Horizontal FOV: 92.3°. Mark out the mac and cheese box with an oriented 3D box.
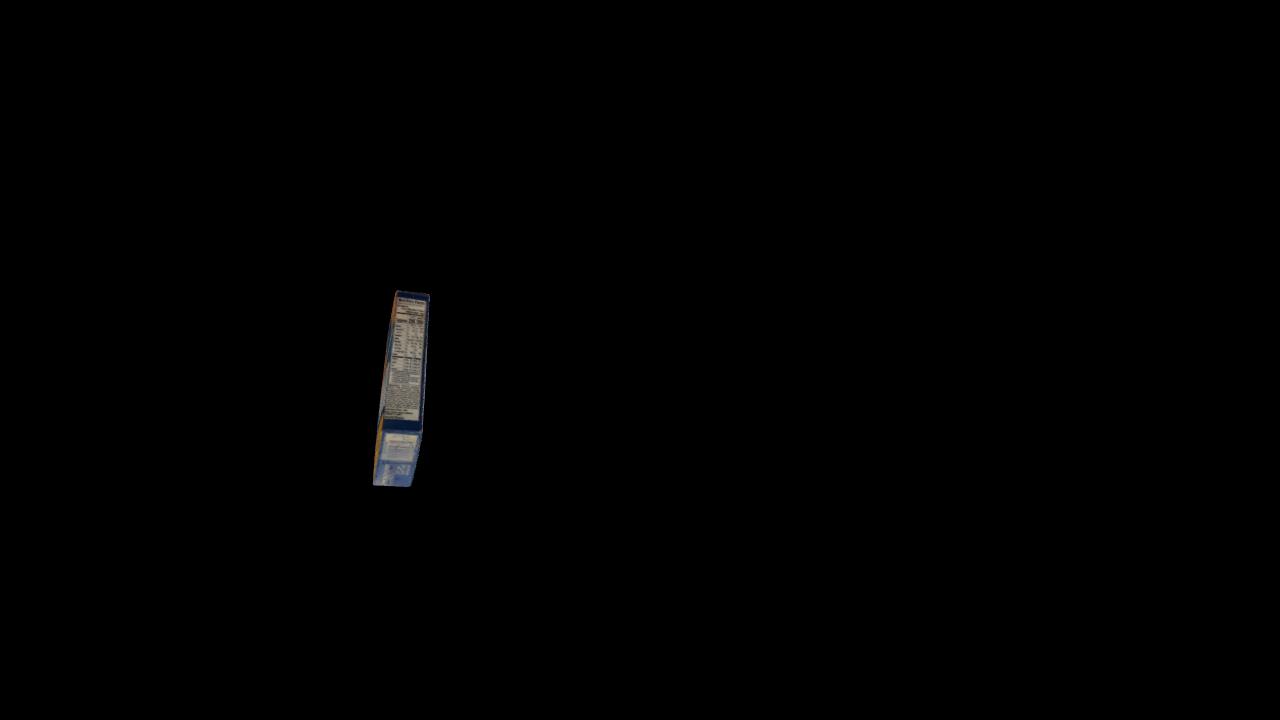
[{"bbox_3d":[-0.241,0.025,0.626,0.041,0.184,0.093,6,-44,-22],"label":"mac and cheese box"}]
